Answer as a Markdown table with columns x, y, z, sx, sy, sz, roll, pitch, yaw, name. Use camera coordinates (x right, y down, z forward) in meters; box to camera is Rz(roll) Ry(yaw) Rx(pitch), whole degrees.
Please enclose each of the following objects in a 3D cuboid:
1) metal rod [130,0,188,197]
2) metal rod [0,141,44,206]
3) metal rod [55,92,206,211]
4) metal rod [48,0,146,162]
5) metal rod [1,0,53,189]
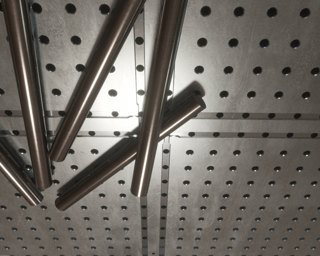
| x | y | z | sx | sy | sz | roll | pitch | yaw | name |
| --- | --- | --- | --- | --- | --- | --- | --- | --- | --- |
| -0.004 | -0.033 | 0.360 | 0.025 | 0.025 | 0.298 | 7 | 123 | -7 | metal rod |
| -0.240 | 0.008 | 0.414 | 0.025 | 0.025 | 0.299 | -11 | 130 | 9 | metal rod |
| -0.058 | 0.046 | 0.450 | 0.299 | 0.025 | 0.025 | -37 | 121 | 27 | metal rod |
| -0.075 | -0.061 | 0.358 | 0.025 | 0.025 | 0.298 | 23 | 126 | -19 | metal rod |
| -0.159 | -0.027 | 0.385 | 0.025 | 0.025 | 0.298 | 6 | 130 | -5 | metal rod |
